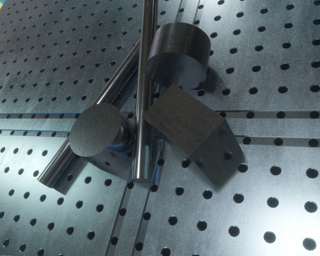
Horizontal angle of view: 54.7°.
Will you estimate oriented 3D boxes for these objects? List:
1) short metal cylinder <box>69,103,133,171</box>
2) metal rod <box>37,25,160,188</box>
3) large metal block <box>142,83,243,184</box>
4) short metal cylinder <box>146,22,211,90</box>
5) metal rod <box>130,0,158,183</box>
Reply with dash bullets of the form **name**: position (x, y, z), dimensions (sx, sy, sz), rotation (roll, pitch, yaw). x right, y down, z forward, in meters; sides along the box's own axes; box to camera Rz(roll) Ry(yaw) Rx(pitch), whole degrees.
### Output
- **short metal cylinder**: position (-0.075, 0.013, 0.424), dimensions (0.080, 0.050, 0.080), rotation (-13, 56, 21)
- **metal rod**: position (-0.086, -0.042, 0.478), dimensions (0.025, 0.025, 0.300), rotation (24, 74, 36)
- **large metal block**: position (0.038, 0.007, 0.349), dimensions (0.050, 0.080, 0.080), rotation (-46, 51, -4)
- **short metal cylinder**: position (0.026, -0.094, 0.418), dimensions (0.080, 0.080, 0.050), rotation (-2, 61, 27)
- **metal rod**: position (-0.020, -0.071, 0.443), dimensions (0.025, 0.025, 0.299), rotation (-9, 63, 23)
